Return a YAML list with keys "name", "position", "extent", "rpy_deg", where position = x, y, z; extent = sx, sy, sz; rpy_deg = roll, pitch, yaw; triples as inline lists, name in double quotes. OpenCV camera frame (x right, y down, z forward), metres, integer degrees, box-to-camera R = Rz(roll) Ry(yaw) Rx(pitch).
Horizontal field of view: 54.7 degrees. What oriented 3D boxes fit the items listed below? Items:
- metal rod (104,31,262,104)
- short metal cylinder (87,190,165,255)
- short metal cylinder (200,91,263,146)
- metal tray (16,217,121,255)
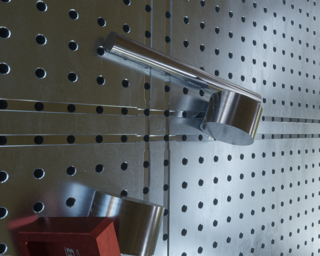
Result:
- name: "metal rod"
  position: [0.056, -0.075, 0.455]
  extent: [0.302, 0.025, 0.025]
  rpy_deg: [13, 82, -39]
- name: "short metal cylinder"
  position: [-0.039, 0.103, 0.341]
  extent: [0.080, 0.080, 0.050]
  rpy_deg: [23, 76, -38]
- name: "short metal cylinder"
  position: [0.106, -0.013, 0.463]
  extent: [0.080, 0.080, 0.050]
  rpy_deg: [33, 70, -35]
- name: "metal tray"
  position: [-0.078, 0.152, 0.299]
  extent: [0.030, 0.090, 0.129]
  rpy_deg: [-33, 114, -65]
